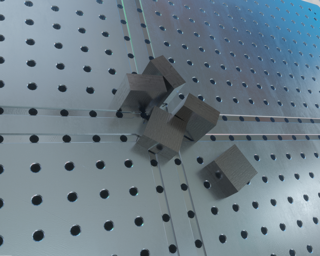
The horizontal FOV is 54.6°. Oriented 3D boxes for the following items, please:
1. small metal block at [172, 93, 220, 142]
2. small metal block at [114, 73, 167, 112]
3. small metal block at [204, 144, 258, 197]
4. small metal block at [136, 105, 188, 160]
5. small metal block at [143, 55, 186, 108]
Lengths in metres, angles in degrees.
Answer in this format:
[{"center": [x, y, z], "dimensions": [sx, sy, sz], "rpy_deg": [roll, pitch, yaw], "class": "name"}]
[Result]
[{"center": [0.045, -0.013, 0.424], "dimensions": [0.050, 0.050, 0.025], "rpy_deg": [31, 52, -8], "class": "small metal block"}, {"center": [-0.026, -0.045, 0.405], "dimensions": [0.050, 0.050, 0.025], "rpy_deg": [-1, 63, -29], "class": "small metal block"}, {"center": [0.097, 0.058, 0.425], "dimensions": [0.050, 0.025, 0.050], "rpy_deg": [-30, 78, -38], "class": "small metal block"}, {"center": [0.003, 0.006, 0.405], "dimensions": [0.050, 0.025, 0.050], "rpy_deg": [28, 52, -11], "class": "small metal block"}, {"center": [0.001, -0.063, 0.431], "dimensions": [0.025, 0.050, 0.050], "rpy_deg": [-33, 80, -38], "class": "small metal block"}]
